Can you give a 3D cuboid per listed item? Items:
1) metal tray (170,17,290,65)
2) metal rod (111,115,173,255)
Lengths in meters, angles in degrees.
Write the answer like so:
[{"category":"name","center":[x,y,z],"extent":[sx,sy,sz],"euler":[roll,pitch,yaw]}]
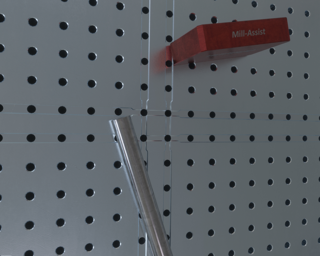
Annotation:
[{"category":"metal tray","center":[0.091,-0.114,0.411],"extent":[0.131,0.090,0.030],"euler":[-12,94,-20]},{"category":"metal rod","center":[-0.008,0.129,0.410],"extent":[0.025,0.025,0.298],"euler":[-19,96,-19]}]
